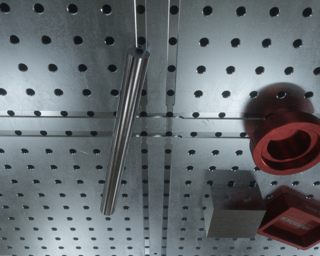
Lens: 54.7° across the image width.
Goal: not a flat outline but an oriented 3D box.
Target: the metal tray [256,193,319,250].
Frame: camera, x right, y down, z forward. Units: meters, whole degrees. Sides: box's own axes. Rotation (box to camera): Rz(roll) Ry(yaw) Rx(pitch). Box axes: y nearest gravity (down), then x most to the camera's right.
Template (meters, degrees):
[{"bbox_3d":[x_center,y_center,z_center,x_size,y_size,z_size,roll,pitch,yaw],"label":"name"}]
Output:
[{"bbox_3d":[0.244,0.172,0.556,0.131,0.030,0.089,24,126,-20],"label":"metal tray"}]

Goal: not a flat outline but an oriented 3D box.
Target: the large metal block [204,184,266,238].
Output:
[{"bbox_3d":[0.120,0.139,0.514,0.081,0.050,0.079,1,130,-2],"label":"large metal block"}]

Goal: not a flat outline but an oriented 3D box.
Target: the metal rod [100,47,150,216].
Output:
[{"bbox_3d":[-0.056,0.028,0.434,0.025,0.025,0.298,10,130,-8],"label":"metal rod"}]

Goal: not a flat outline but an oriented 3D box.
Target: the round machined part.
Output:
[{"bbox_3d":[0.169,0.016,0.416,0.099,0.042,0.097,0,130,0],"label":"round machined part"}]
